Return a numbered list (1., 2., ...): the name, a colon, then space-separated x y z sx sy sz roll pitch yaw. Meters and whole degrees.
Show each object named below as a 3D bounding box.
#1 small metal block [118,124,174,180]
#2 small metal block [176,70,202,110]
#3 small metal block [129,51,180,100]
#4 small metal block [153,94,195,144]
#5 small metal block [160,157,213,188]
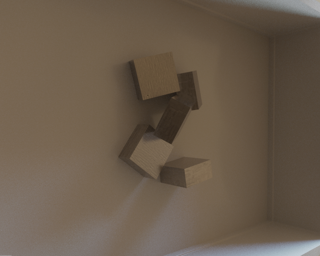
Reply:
1. small metal block: -0.017 0.030 0.395 0.050 0.025 0.050 44 64 -32
2. small metal block: 0.039 -0.052 0.426 0.050 0.025 0.050 -43 123 -73
3. small metal block: -0.007 -0.066 0.392 0.050 0.025 0.050 -16 101 -17
4. small metal block: 0.019 -0.013 0.386 0.050 0.025 0.050 -63 173 16
5. small metal block: 0.035 0.059 0.422 0.050 0.050 0.025 -13 99 -40
